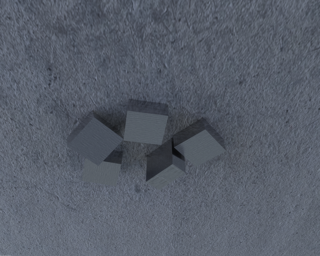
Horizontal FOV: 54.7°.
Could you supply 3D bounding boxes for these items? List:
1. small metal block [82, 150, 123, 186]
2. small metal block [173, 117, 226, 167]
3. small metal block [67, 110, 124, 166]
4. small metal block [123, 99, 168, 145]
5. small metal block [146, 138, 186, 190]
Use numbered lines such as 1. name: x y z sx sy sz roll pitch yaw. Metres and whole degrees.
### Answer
1. small metal block: -0.085 0.056 0.454 0.050 0.025 0.050 11 130 -10
2. small metal block: 0.054 0.020 0.425 0.050 0.025 0.050 -32 124 24
3. small metal block: -0.085 0.014 0.407 0.050 0.025 0.050 -47 119 6
4. small metal block: -0.019 -0.007 0.401 0.050 0.025 0.050 7 130 -7
5. small metal block: 0.007 0.050 0.434 0.050 0.050 0.025 -37 121 27
